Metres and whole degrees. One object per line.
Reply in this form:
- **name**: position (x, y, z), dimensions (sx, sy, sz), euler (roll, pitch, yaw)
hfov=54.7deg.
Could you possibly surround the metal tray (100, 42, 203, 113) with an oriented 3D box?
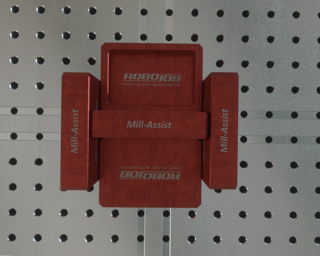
- **metal tray**: position (-0.011, -0.064, 0.410), dimensions (0.131, 0.030, 0.089), euler (1, 90, -1)

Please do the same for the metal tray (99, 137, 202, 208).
- **metal tray**: position (-0.012, 0.057, 0.409), dimensions (0.131, 0.030, 0.089), euler (1, 90, -1)

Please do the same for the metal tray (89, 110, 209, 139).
- **metal tray**: position (-0.012, -0.004, 0.379), dimensions (0.131, 0.090, 0.030), euler (1, 90, -1)

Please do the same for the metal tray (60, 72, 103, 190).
- **metal tray**: position (-0.092, 0.003, 0.379), dimensions (0.030, 0.090, 0.129), euler (1, 90, 0)

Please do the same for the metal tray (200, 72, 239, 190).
- **metal tray**: position (0.070, 0.003, 0.381), dimensions (0.030, 0.090, 0.129), euler (1, 90, 0)
